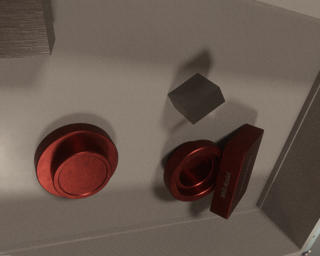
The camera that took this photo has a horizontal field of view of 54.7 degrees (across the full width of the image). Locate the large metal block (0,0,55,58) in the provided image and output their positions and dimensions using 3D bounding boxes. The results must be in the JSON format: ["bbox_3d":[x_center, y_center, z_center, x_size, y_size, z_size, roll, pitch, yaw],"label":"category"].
[{"bbox_3d":[-0.133,-0.102,0.246,0.081,0.050,0.079,-5,122,-11],"label":"large metal block"}]

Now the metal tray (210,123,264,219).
[{"bbox_3d":[0.121,0.068,0.488,0.091,0.030,0.129,-33,138,-49],"label":"metal tray"}]

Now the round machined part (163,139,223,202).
[{"bbox_3d":[0.049,0.058,0.463,0.099,0.042,0.097,-14,125,-21],"label":"round machined part"}]

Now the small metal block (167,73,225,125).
[{"bbox_3d":[0.046,-0.038,0.395,0.050,0.050,0.025,-36,130,-5],"label":"small metal block"}]

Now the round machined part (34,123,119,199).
[{"bbox_3d":[-0.097,0.046,0.374,0.099,0.042,0.097,-14,125,-21],"label":"round machined part"}]
